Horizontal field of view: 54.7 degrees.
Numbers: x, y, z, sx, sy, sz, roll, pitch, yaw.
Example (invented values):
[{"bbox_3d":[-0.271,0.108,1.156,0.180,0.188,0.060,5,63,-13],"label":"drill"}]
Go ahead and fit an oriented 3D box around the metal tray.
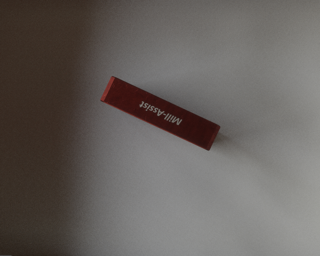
[{"bbox_3d":[0.000,-0.016,0.375,0.131,0.090,0.030,25,90,-1],"label":"metal tray"}]
